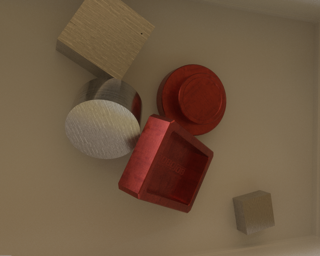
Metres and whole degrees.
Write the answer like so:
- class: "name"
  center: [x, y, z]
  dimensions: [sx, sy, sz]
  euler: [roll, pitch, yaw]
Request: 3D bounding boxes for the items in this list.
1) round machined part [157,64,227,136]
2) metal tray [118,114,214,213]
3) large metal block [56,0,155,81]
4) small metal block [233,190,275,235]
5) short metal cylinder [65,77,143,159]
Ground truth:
- class: "round machined part"
  center: [0.049, -0.038, 0.421]
  dimensions: [0.099, 0.042, 0.097]
  euler: [0, 90, -21]
- class: "metal tray"
  center: [0.015, 0.049, 0.376]
  dimensions: [0.130, 0.030, 0.090]
  euler: [36, 76, -54]
- class: "large metal block"
  center: [-0.066, -0.108, 0.373]
  dimensions: [0.080, 0.050, 0.080]
  euler: [34, 79, -17]
- class: "small metal block"
  center: [0.141, 0.126, 0.465]
  dimensions: [0.050, 0.025, 0.050]
  euler: [-10, 94, -20]
- class: "short metal cylinder"
  center: [-0.061, -0.011, 0.354]
  dimensions: [0.081, 0.050, 0.079]
  euler: [0, 126, 0]
